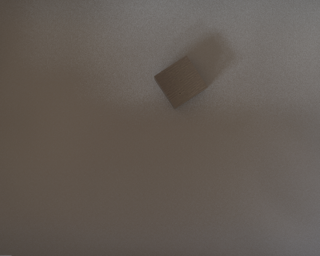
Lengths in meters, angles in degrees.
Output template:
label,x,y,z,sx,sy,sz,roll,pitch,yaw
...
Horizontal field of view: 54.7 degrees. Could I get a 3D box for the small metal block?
label,x,y,z,sx,sy,sz,roll,pitch,yaw
small metal block,0.027,-0.060,0.412,0.050,0.025,0.050,-33,90,0
